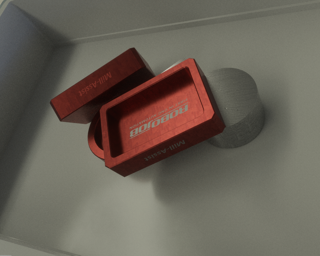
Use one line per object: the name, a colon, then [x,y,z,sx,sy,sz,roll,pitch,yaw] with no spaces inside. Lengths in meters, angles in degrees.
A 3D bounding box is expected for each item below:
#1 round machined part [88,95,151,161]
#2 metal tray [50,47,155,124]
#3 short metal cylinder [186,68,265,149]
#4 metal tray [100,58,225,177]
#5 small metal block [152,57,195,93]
round machined part: [-0.043,0.006,0.412,0.098,0.042,0.098,-13,56,20]
metal tray: [-0.073,-0.053,0.429,0.130,0.090,0.030,-32,84,7]
short metal cylinder: [0.076,-0.023,0.360,0.080,0.050,0.080,-13,56,20]
metal tray: [-0.004,-0.011,0.347,0.130,0.030,0.090,-26,52,17]
small metal block: [0.025,-0.056,0.407,0.050,0.050,0.025,-36,51,2]
